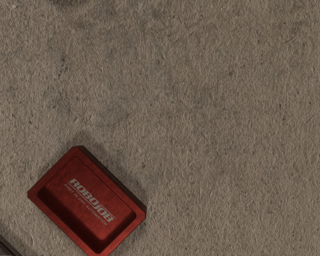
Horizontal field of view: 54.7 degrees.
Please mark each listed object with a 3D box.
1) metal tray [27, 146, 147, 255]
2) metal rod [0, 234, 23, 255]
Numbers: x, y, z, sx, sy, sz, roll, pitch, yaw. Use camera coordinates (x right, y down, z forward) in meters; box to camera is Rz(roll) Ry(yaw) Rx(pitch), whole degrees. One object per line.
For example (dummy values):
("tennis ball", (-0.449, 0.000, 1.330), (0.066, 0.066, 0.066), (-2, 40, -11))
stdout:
("metal tray", (-0.093, 0.097, 0.406), (0.130, 0.030, 0.090), (45, 90, -1))
("metal rod", (-0.175, 0.195, 0.407), (0.300, 0.025, 0.025), (44, 90, -1))
